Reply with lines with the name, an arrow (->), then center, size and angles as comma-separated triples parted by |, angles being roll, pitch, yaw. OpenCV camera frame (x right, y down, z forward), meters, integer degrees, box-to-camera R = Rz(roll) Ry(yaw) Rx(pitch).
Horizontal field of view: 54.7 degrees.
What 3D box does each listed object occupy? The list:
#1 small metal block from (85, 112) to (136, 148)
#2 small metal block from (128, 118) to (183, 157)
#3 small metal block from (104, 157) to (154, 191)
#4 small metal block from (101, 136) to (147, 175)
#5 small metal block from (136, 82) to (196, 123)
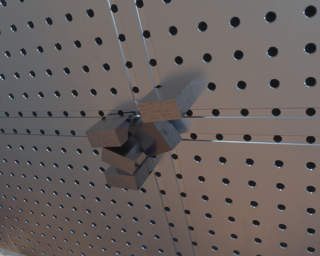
small metal block -> -0.065, 0.003, 0.430 | 0.050, 0.050, 0.025 | -5, 116, 30
small metal block -> -0.007, 0.007, 0.411 | 0.050, 0.025, 0.050 | -22, 107, 49
small metal block -> -0.045, 0.063, 0.456 | 0.050, 0.050, 0.025 | 3, 120, 26
small metal block -> -0.047, 0.033, 0.439 | 0.050, 0.050, 0.025 | 22, 127, 14
small metal block -> 0.009, -0.031, 0.370 | 0.050, 0.050, 0.025 | -5, 116, 30
